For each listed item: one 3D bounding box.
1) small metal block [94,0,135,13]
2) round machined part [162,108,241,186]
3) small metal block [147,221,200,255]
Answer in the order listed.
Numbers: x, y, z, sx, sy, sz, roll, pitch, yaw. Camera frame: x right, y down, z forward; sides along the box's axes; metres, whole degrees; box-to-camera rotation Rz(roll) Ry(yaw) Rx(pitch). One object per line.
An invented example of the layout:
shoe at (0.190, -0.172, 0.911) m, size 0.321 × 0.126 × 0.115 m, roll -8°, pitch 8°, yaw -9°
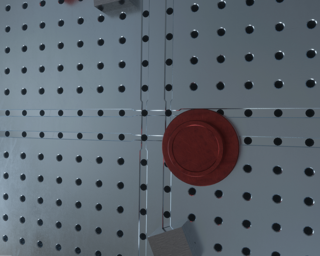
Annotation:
small metal block at (-0.066, -0.196, 0.435) m, size 0.050 × 0.025 × 0.050 m, roll -5°, pitch 89°, yaw 19°
round machined part at (0.048, 0.024, 0.386) m, size 0.098 × 0.042 × 0.097 m, roll 0°, pitch 90°, yaw 19°
small metal block at (0.018, 0.157, 0.405) m, size 0.050 × 0.025 × 0.050 m, roll -23°, pitch 83°, yaw 18°
